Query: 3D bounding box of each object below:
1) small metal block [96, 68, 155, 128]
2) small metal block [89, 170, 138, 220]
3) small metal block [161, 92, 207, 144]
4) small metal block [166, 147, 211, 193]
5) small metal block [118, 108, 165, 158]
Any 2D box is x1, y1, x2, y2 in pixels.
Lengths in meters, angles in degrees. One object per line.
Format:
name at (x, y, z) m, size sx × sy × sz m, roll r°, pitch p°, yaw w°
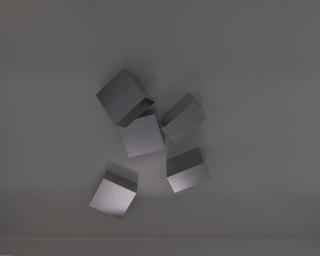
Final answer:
small metal block at (-0.043, -0.037, 0.384) m, size 0.050 × 0.025 × 0.050 m, roll -41°, pitch 67°, yaw 13°
small metal block at (-0.067, 0.096, 0.446) m, size 0.050 × 0.025 × 0.050 m, roll 27°, pitch 108°, yaw -10°
small metal block at (0.029, -0.014, 0.393) m, size 0.050 × 0.050 × 0.025 m, roll -41°, pitch 105°, yaw 13°
small metal block at (0.037, 0.055, 0.419) m, size 0.050 × 0.050 × 0.025 m, roll -23°, pitch 109°, yaw 8°
small metal block at (-0.024, 0.006, 0.413) m, size 0.050 × 0.025 × 0.050 m, roll -14°, pitch 110°, yaw 5°
